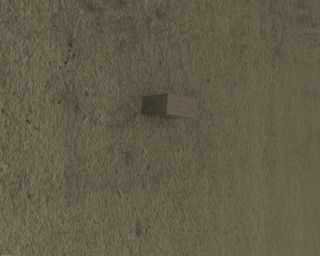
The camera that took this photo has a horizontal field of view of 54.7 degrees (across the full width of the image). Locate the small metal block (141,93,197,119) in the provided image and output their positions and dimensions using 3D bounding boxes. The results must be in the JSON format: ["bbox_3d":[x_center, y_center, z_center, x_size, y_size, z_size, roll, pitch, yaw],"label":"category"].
[{"bbox_3d":[0.012,-0.027,0.401,0.050,0.050,0.025,7,86,-40],"label":"small metal block"}]
